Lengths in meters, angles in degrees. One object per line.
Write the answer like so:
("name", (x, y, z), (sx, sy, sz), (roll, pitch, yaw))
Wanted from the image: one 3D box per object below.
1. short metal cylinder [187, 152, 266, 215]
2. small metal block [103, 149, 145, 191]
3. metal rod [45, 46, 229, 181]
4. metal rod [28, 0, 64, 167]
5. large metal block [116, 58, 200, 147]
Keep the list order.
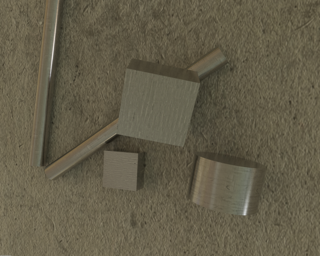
("short metal cylinder", (0.075, 0.060, 0.353), (0.080, 0.080, 0.050), (11, 94, 19))
("small metal block", (-0.049, 0.057, 0.425), (0.050, 0.025, 0.050), (3, 91, 19))
("metal rod", (-0.043, -0.012, 0.422), (0.300, 0.025, 0.025), (-33, 80, 16))
("metal rod", (-0.169, -0.092, 0.466), (0.025, 0.025, 0.298), (8, 93, 19))
("large metal block", (-0.003, -0.031, 0.370), (0.081, 0.050, 0.079), (11, 115, -3))
